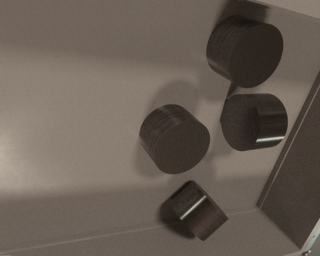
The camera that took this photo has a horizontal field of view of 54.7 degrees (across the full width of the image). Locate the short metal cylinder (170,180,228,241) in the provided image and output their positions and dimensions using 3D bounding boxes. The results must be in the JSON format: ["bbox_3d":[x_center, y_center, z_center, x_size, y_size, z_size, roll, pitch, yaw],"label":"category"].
[{"bbox_3d":[0.061,0.129,0.489,0.050,0.080,0.080,-43,130,1],"label":"short metal cylinder"}]

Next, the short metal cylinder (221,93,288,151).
[{"bbox_3d":[0.132,-0.009,0.442,0.050,0.080,0.079,-5,121,-26],"label":"short metal cylinder"}]

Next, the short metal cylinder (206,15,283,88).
[{"bbox_3d":[0.107,-0.097,0.393,0.081,0.050,0.079,-14,125,-21],"label":"short metal cylinder"}]

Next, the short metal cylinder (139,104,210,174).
[{"bbox_3d":[0.019,0.015,0.414,0.081,0.050,0.079,-14,125,-21],"label":"short metal cylinder"}]
